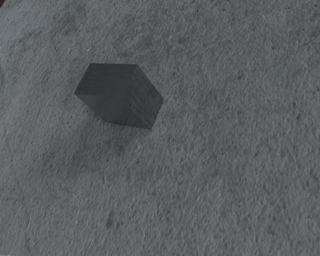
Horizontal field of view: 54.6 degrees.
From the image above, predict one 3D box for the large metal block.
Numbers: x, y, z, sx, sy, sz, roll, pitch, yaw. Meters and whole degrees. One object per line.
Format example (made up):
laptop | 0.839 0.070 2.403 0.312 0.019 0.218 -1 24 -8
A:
large metal block | -0.053 -0.043 0.424 0.080 0.080 0.050 9 66 32
